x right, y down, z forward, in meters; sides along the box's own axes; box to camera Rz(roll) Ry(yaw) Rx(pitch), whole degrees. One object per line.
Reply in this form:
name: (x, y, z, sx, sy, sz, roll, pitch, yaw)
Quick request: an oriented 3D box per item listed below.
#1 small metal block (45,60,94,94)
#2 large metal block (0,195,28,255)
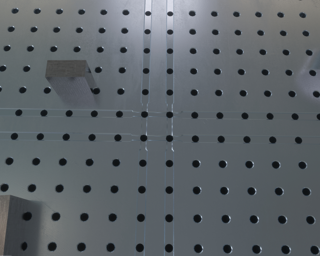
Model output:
small metal block: (-0.121, -0.068, 0.423, 0.050, 0.050, 0.025, 0, 70, 0)
large metal block: (-0.205, 0.122, 0.352, 0.081, 0.050, 0.080, -3, 70, -1)
